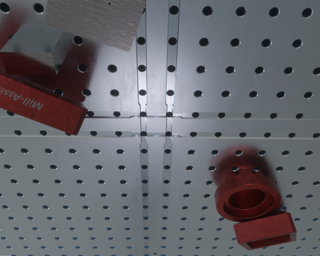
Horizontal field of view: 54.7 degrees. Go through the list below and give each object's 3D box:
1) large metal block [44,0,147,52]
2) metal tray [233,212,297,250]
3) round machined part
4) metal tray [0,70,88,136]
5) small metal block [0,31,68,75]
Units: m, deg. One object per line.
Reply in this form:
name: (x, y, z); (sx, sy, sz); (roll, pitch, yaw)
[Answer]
large metal block: (-0.054, -0.128, 0.286); (0.081, 0.050, 0.079); (15, 129, -13)
metal tray: (0.184, 0.182, 0.535); (0.090, 0.030, 0.130); (-18, 150, 14)
round machined part: (0.135, 0.104, 0.491); (0.099, 0.042, 0.097); (0, 130, 0)
metal tray: (-0.149, -0.035, 0.337); (0.131, 0.090, 0.030); (23, 91, -19)
small metal block: (-0.130, -0.080, 0.326); (0.050, 0.050, 0.025); (1, 130, -1)
